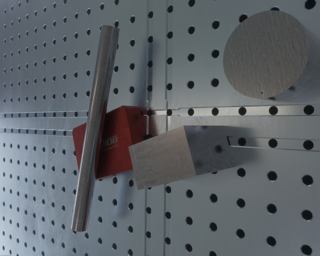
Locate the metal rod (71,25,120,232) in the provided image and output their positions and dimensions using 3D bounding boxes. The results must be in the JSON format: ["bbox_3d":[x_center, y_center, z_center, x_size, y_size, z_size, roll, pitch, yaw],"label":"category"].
[{"bbox_3d":[-0.095,0.006,0.447,0.025,0.025,0.298,18,101,38],"label":"metal rod"}]

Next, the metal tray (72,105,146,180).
[{"bbox_3d":[-0.078,0.028,0.471,0.130,0.030,0.090,-20,78,38],"label":"metal tray"}]

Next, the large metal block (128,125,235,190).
[{"bbox_3d":[0.025,0.033,0.353,0.080,0.081,0.050,-22,76,38],"label":"large metal block"}]

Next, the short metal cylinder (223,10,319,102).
[{"bbox_3d":[0.110,-0.067,0.302,0.080,0.050,0.079,0,90,40],"label":"short metal cylinder"}]
